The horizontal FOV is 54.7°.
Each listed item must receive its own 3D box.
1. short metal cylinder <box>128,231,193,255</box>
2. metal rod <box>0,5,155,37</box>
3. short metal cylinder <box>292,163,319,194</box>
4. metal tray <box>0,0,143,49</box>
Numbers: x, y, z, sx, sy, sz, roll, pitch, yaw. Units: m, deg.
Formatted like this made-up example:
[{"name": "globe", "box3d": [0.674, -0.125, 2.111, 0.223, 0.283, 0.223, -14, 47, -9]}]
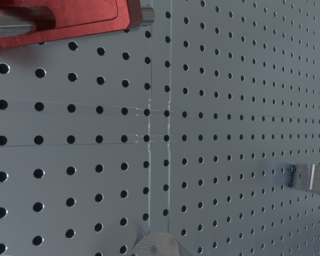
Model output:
[{"name": "short metal cylinder", "box3d": [0.002, 0.175, 0.375, 0.050, 0.080, 0.080, 52, 60, -28]}, {"name": "metal rod", "box3d": [-0.104, -0.098, 0.281, 0.302, 0.025, 0.025, -27, 108, -49]}, {"name": "short metal cylinder", "box3d": [0.319, 0.107, 0.641, 0.080, 0.080, 0.050, 21, 77, -38]}, {"name": "metal tray", "box3d": [-0.087, -0.122, 0.261, 0.030, 0.130, 0.089, -55, 139, -63]}]
